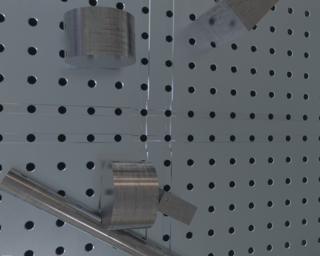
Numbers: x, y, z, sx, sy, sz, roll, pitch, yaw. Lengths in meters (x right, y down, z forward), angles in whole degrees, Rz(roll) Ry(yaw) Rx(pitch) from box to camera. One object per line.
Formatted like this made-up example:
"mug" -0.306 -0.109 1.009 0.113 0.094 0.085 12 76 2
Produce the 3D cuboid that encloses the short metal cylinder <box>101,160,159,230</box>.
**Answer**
"short metal cylinder" -0.039 0.079 0.370 0.050 0.080 0.080 4 89 -20

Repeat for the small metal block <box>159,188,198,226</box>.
"small metal block" 0.013 0.099 0.404 0.050 0.050 0.025 30 80 -18

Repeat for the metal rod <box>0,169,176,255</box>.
"metal rod" -0.056 0.137 0.392 0.301 0.025 0.025 34 79 -17

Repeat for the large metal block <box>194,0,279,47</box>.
"large metal block" 0.106 -0.165 0.422 0.080 0.080 0.050 -47 105 -14

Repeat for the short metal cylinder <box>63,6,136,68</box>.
"short metal cylinder" -0.069 -0.101 0.358 0.081 0.080 0.050 -2 91 -20
